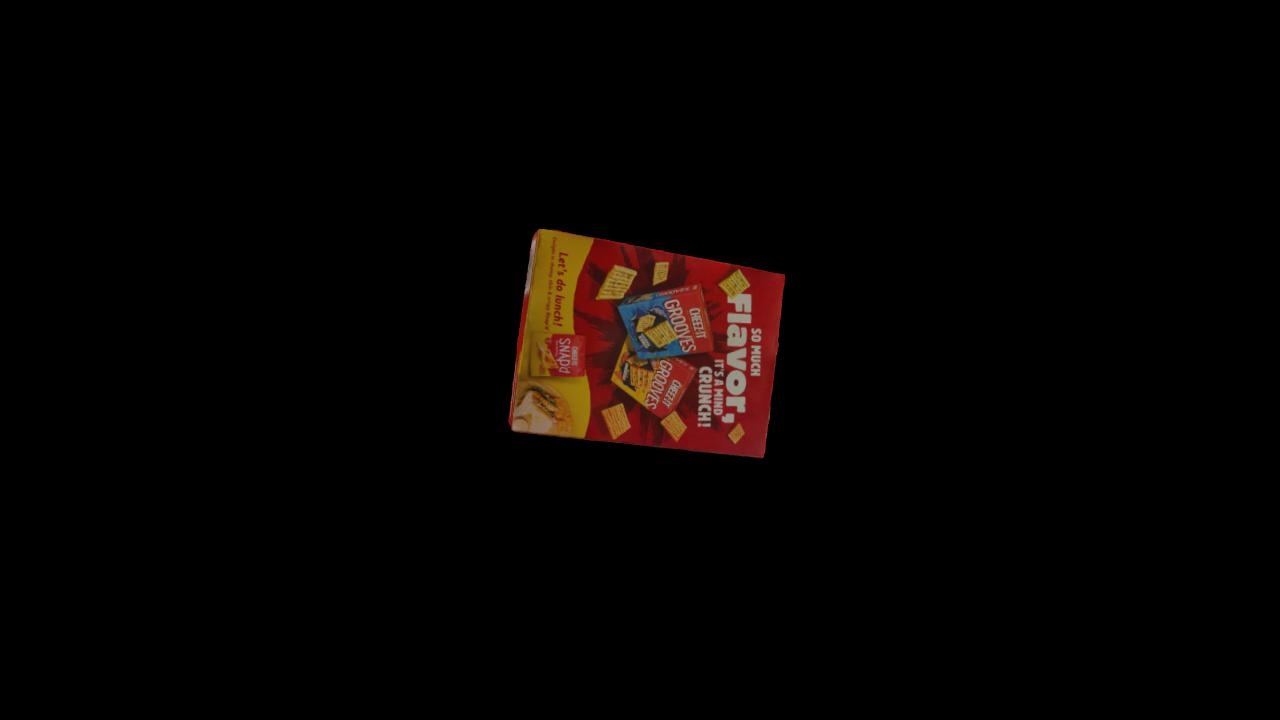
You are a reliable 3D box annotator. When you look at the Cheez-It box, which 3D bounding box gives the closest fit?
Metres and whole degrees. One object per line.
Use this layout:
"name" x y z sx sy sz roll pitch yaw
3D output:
"Cheez-It box" 0.007 -0.010 0.537 0.223 0.166 0.071 7 -2 -14
